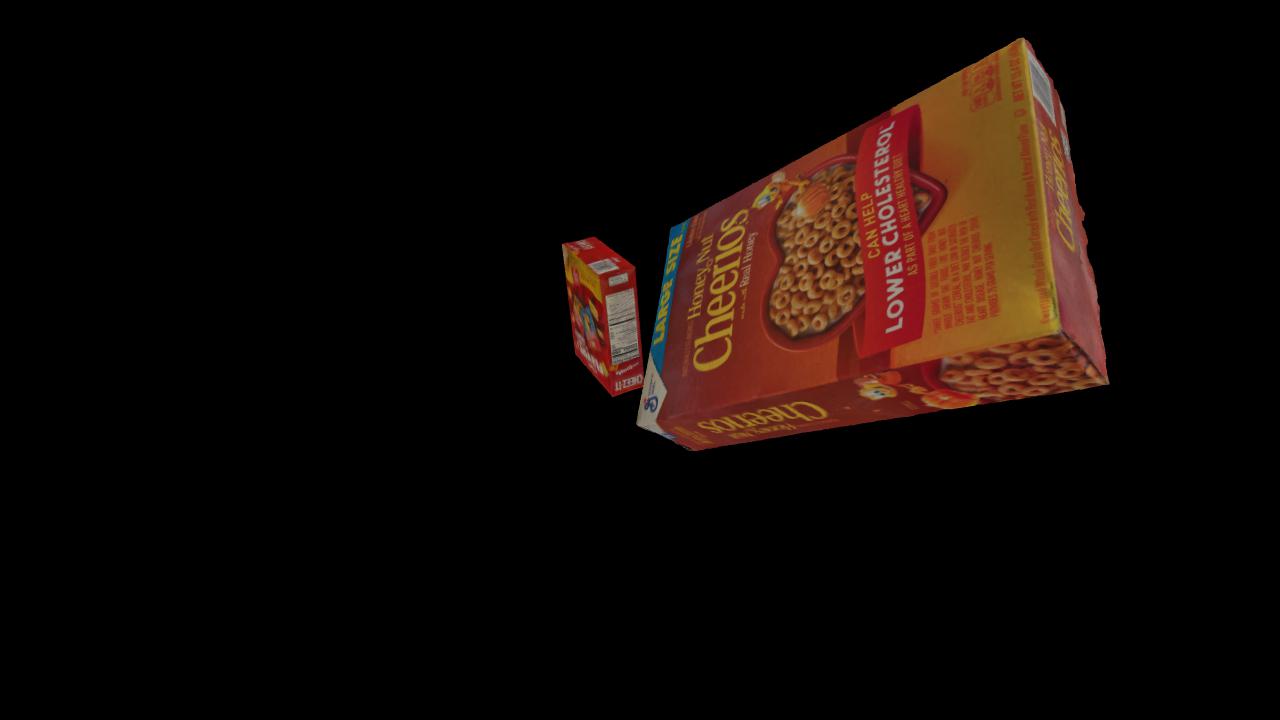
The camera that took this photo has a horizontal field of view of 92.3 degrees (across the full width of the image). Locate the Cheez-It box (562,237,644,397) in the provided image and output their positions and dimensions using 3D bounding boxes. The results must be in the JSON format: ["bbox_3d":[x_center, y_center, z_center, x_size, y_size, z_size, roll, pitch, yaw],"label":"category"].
[{"bbox_3d":[-0.062,-0.073,1.026,0.071,0.223,0.166,-17,33,-21],"label":"Cheez-It box"}]

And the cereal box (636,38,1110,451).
[{"bbox_3d":[0.132,-0.055,0.443,0.081,0.203,0.306,29,-30,-33],"label":"cereal box"}]
